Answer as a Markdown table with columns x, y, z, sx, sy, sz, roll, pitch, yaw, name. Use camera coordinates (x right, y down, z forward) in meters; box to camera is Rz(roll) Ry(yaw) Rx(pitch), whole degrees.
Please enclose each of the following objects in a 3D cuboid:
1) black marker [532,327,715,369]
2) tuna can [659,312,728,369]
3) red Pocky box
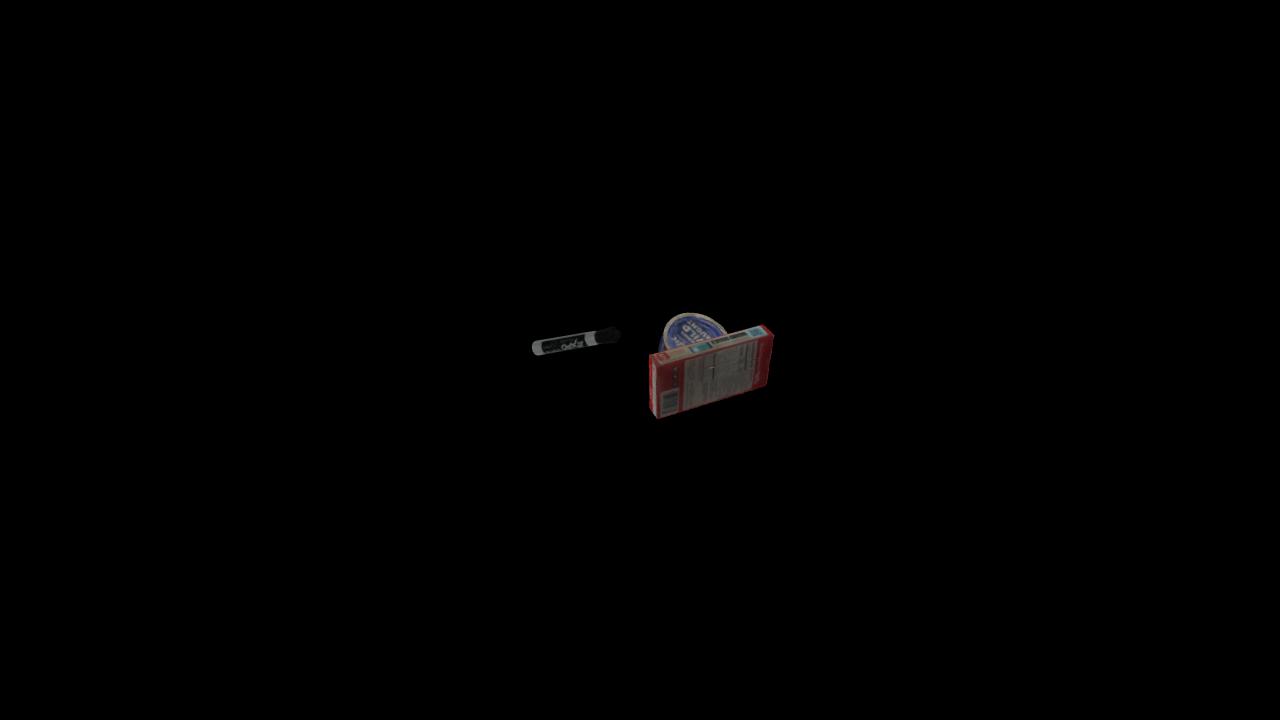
| x | y | z | sx | sy | sz | roll | pitch | yaw | name |
| --- | --- | --- | --- | --- | --- | --- | --- | --- | --- |
| -0.076 | -0.022 | 0.729 | 0.121 | 0.020 | 0.020 | -8 | -4 | 30 | black marker |
| 0.065 | -0.015 | 0.746 | 0.084 | 0.084 | 0.034 | 0 | -35 | -15 | tuna can |
| 0.084 | 0.014 | 0.736 | 0.155 | 0.083 | 0.028 | -15 | 39 | -18 | red Pocky box |
